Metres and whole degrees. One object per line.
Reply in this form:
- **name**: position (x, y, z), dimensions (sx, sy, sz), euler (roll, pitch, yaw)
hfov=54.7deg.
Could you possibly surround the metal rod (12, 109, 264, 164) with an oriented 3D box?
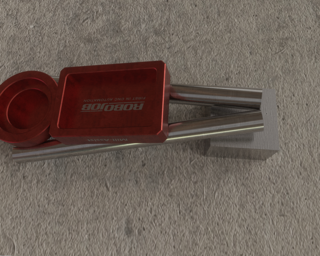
- **metal rod**: position (-0.034, 0.012, 0.370), dimensions (0.301, 0.025, 0.025), euler (-8, 70, 10)

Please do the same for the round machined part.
- **round machined part**: position (-0.165, -0.021, 0.400), dimensions (0.098, 0.042, 0.098), euler (-3, 69, 9)

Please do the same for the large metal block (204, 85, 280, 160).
- **large metal block**: position (0.101, -0.006, 0.398), dimensions (0.081, 0.050, 0.080), euler (4, 70, 1)

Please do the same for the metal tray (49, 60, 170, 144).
- **metal tray**: position (-0.056, -0.029, 0.361), dimensions (0.131, 0.030, 0.090), euler (-1, 69, 12)

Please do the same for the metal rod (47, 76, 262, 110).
- **metal rod**: position (-0.029, -0.047, 0.392), dimensions (0.301, 0.025, 0.025), euler (6, 70, 15)
